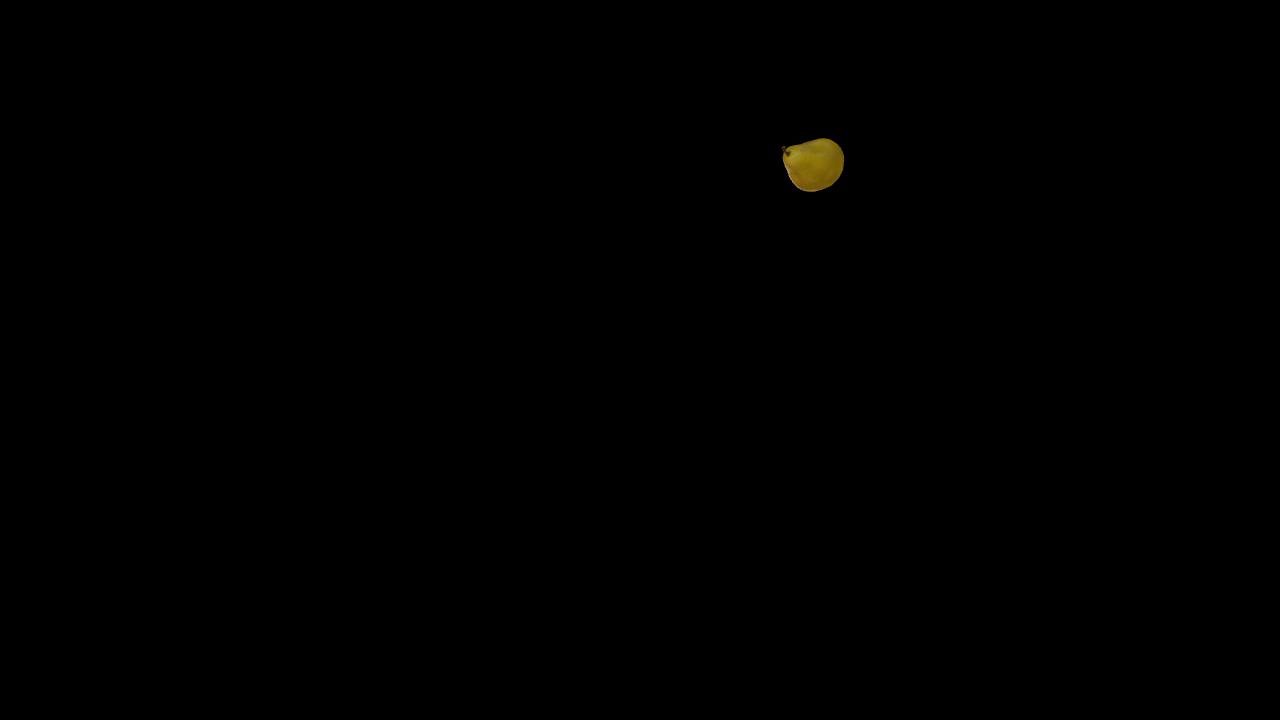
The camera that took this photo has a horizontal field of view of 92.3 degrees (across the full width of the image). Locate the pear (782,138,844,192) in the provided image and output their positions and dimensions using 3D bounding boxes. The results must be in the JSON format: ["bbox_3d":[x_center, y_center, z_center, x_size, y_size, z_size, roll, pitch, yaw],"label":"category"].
[{"bbox_3d":[0.233,-0.281,0.877,0.111,0.080,0.080,0,0,-28],"label":"pear"}]
